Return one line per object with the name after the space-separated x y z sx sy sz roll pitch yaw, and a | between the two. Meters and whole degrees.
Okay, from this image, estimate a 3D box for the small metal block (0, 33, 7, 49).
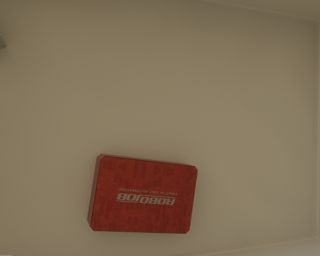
-0.190 -0.111 0.327 0.025 0.050 0.050 -28 100 -18 | small metal block

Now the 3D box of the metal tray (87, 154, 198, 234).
-0.021 0.086 0.401 0.131 0.030 0.089 9 87 -20 | metal tray
